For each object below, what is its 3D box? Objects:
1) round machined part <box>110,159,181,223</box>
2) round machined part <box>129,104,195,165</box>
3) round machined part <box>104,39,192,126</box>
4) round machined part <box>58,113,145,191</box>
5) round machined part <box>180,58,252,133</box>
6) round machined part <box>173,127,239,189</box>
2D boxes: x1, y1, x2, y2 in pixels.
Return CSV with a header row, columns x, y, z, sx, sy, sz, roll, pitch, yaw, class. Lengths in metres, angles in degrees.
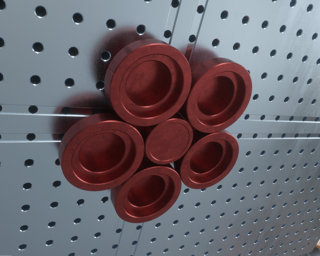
x,y,z,sx,sy,sz,roll,pitch,yaw,class
-0.023,0.083,0.437,0.099,0.042,0.097,-14,124,-21,round machined part
0.004,0.009,0.406,0.099,0.042,0.097,-14,124,-21,round machined part
-0.017,-0.054,0.357,0.099,0.042,0.097,-14,124,-21,round machined part
-0.072,0.025,0.375,0.099,0.042,0.097,-14,124,-21,round machined part
0.068,-0.045,0.408,0.099,0.042,0.097,-14,124,-21,round machined part
0.063,0.039,0.458,0.099,0.042,0.097,-14,124,-21,round machined part
